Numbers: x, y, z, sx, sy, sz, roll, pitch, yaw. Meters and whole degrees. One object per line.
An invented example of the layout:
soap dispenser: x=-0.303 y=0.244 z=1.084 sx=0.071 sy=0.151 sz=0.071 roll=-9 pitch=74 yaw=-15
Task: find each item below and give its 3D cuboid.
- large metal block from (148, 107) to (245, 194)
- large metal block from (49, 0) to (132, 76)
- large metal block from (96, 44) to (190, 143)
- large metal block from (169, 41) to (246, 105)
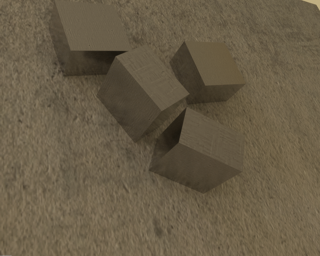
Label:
large metal block: x=0.043 y=0.031 z=0.375 sx=0.080 sy=0.080 sz=0.050 roll=25 pitch=53 yaw=-13
large metal block: x=-0.093 y=-0.117 z=0.410 sx=0.081 sy=0.050 sz=0.080 roll=-9 pitch=66 yaw=-32
large metal block: x=-0.024 y=-0.041 z=0.382 sx=0.050 sy=0.080 sz=0.080 roll=-34 pitch=81 yaw=-38
large metal block: x=0.073 y=-0.086 z=0.482 sx=0.081 sy=0.050 sz=0.080 roll=-7 pitch=66 yaw=-32
